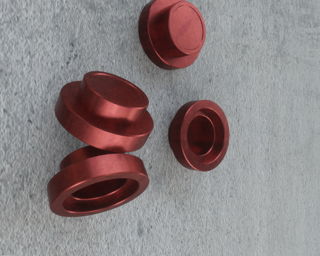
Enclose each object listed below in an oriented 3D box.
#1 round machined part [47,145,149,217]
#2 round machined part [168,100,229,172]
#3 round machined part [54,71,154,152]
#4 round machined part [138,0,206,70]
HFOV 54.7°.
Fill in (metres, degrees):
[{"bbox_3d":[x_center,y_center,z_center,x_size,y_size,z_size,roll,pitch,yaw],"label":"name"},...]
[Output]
[{"bbox_3d":[-0.064,0.051,0.317,0.099,0.098,0.042,6,51,-40],"label":"round machined part"},{"bbox_3d":[0.050,0.010,0.436,0.099,0.042,0.097,0,90,-40],"label":"round machined part"},{"bbox_3d":[-0.050,-0.022,0.312,0.099,0.098,0.042,6,124,-40],"label":"round machined part"},{"bbox_3d":[0.023,-0.129,0.413,0.099,0.042,0.097,0,90,-40],"label":"round machined part"}]
